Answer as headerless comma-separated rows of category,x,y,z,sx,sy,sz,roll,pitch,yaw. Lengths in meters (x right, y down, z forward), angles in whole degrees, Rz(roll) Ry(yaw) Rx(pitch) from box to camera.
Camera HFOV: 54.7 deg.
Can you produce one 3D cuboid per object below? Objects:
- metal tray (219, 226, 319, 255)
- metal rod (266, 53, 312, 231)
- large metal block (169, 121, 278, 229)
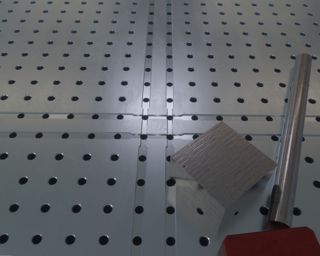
metal tray,0.112,0.159,0.272,0.091,0.030,0.130,-5,50,-4
metal rod,0.178,-0.004,0.412,0.025,0.025,0.301,17,52,13
large metal block,0.068,0.050,0.350,0.080,0.050,0.080,-32,57,-24
